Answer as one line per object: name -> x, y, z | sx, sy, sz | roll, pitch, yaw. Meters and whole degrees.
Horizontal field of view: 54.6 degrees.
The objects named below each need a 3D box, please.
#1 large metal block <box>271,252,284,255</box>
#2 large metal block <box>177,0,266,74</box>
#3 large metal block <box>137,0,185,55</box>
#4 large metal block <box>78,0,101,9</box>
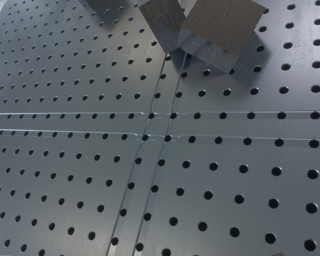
large metal block -> 0.082, 0.159, 0.252 | 0.080, 0.050, 0.080 | -25, 53, 12
large metal block -> 0.079, -0.132, 0.410 | 0.080, 0.050, 0.080 | 29, 76, 5
large metal block -> 0.007, -0.171, 0.463 | 0.050, 0.080, 0.080 | -26, 37, 13
large metal block -> -0.149, -0.311, 0.644 | 0.080, 0.080, 0.050 | -49, 51, -6
